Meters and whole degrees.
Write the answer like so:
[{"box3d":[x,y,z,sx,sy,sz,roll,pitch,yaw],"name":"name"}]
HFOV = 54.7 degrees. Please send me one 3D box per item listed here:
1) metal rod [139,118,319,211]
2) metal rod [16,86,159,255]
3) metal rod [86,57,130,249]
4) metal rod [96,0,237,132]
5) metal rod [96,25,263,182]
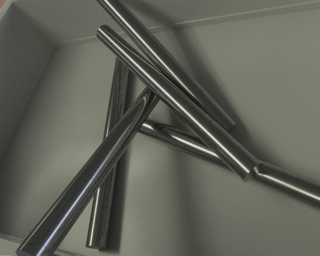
[{"box3d":[0.084,0.038,0.338,0.300,0.025,0.025,22,73,36],"name":"metal rod"},{"box3d":[-0.044,0.011,0.344,0.025,0.025,0.301,-1,36,28],"name":"metal rod"},{"box3d":[-0.066,0.009,0.434,0.025,0.025,0.299,-11,57,22],"name":"metal rod"},{"box3d":[-0.012,-0.106,0.405,0.025,0.025,0.300,-40,74,1],"name":"metal rod"},{"box3d":[0.004,-0.049,0.380,0.025,0.025,0.300,-43,58,-1],"name":"metal rod"}]
